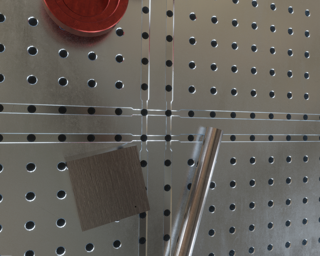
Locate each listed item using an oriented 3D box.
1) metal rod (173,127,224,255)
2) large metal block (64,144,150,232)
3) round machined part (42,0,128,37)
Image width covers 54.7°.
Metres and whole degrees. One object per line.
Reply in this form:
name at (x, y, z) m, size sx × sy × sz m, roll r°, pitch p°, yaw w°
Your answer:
metal rod at (0.038, 0.145, 0.426) m, size 0.025 × 0.025 × 0.299 m, roll 18°, pitch 84°, yaw -19°
large metal block at (-0.065, 0.067, 0.375) m, size 0.081 × 0.050 × 0.080 m, roll -13°, pitch 95°, yaw -20°
round machined part at (-0.090, -0.158, 0.370) m, size 0.099 × 0.042 × 0.097 m, roll 0°, pitch 90°, yaw -20°
